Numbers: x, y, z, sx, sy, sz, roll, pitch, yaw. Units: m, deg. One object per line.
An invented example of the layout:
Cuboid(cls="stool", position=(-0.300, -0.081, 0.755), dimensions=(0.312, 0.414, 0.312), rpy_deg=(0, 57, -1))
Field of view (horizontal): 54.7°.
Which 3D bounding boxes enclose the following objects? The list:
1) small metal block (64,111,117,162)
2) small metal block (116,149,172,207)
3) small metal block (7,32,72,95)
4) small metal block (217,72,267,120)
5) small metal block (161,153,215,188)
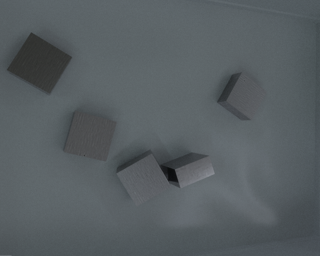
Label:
Cuboid(cls="small metal block", position=(-0.086, 0.010, 0.379), dimensions=(0.050, 0.025, 0.050), rpy_deg=(16, 85, -20))
Cuboid(cls="small metal block", position=(-0.021, 0.063, 0.396), dimensions=(0.050, 0.025, 0.050), rpy_deg=(-30, 100, -2))
Cuboid(cls="small metal block", position=(-0.138, -0.073, 0.359), dimensions=(0.050, 0.025, 0.050), rpy_deg=(31, 80, -18))
Cuboid(cls="small metal block", position=(0.120, -0.046, 0.455), dimensions=(0.050, 0.025, 0.050), rpy_deg=(33, 79, -17))
Cuboid(cls="small metal block", position=(0.035, 0.054, 0.410), dimensions=(0.050, 0.050, 0.025), rpy_deg=(-19, 97, -19))
